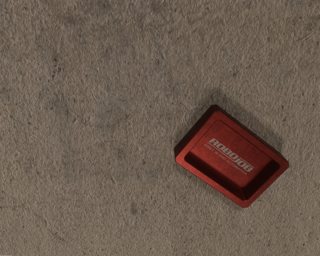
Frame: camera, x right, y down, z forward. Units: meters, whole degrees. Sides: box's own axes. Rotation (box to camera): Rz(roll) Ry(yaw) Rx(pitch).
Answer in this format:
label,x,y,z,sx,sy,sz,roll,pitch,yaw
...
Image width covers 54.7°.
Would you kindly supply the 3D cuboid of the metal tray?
label,x,y,z,sx,sy,sz,roll,pitch,yaw
metal tray,0.096,0.041,0.423,0.130,0.030,0.090,35,106,-13
